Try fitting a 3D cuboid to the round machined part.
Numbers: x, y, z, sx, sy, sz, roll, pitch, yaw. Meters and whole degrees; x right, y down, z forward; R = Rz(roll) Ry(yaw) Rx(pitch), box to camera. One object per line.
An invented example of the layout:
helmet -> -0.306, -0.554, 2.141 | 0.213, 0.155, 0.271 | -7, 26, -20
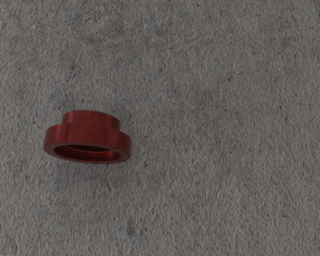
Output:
round machined part -> -0.082, 0.011, 0.365 | 0.099, 0.098, 0.042 | 2, 70, 1
